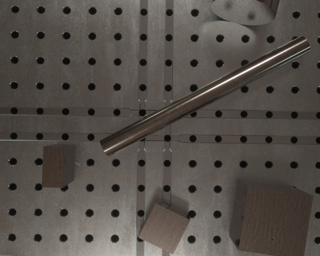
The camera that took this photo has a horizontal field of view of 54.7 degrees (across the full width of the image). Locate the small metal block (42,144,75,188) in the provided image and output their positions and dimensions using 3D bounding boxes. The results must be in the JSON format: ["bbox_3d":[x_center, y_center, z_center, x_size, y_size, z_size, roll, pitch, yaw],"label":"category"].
[{"bbox_3d":[-0.130,0.047,0.399,0.025,0.050,0.050,2,90,0],"label":"small metal block"}]

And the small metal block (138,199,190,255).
[{"bbox_3d":[0.006,0.131,0.414,0.050,0.025,0.050,27,90,-1],"label":"small metal block"}]

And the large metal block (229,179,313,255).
[{"bbox_3d":[0.142,0.116,0.403,0.081,0.050,0.080,9,90,-1],"label":"large metal block"}]

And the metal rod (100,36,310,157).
[{"bbox_3d":[0.060,-0.042,0.414,0.301,0.025,0.025,-28,90,-1],"label":"metal rod"}]

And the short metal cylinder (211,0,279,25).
[{"bbox_3d":[0.109,-0.169,0.387,0.080,0.080,0.050,14,90,-1],"label":"short metal cylinder"}]
